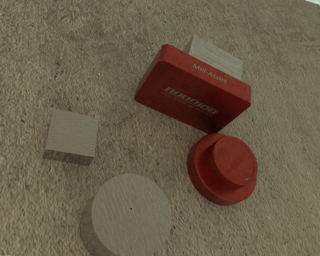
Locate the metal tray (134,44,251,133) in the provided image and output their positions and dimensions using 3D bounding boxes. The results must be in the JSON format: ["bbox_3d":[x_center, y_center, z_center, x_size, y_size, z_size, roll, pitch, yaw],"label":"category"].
[{"bbox_3d":[0.042,-0.046,0.412,0.131,0.090,0.030,23,53,-14],"label":"metal tray"}]

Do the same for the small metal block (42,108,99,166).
[{"bbox_3d":[-0.099,0.011,0.344,0.050,0.025,0.050,13,56,-21],"label":"small metal block"}]

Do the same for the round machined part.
[{"bbox_3d":[0.089,0.049,0.410,0.099,0.042,0.098,14,56,-21],"label":"round machined part"}]

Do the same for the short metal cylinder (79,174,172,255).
[{"bbox_3d":[-0.035,0.093,0.312,0.081,0.050,0.080,14,56,-21],"label":"short metal cylinder"}]

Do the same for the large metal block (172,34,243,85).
[{"bbox_3d":[0.060,-0.073,0.445,0.080,0.080,0.050,25,53,-13],"label":"large metal block"}]
